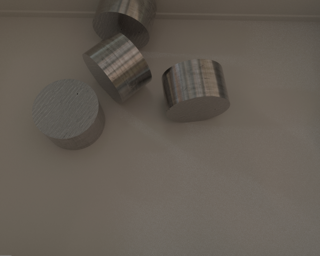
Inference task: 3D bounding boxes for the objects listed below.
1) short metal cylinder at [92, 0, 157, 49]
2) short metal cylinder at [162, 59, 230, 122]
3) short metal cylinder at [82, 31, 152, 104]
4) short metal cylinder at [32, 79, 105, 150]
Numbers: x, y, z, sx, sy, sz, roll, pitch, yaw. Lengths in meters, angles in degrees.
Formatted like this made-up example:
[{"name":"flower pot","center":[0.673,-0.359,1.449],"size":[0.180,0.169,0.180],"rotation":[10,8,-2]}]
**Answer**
[{"name":"short metal cylinder","center":[-0.049,-0.155,0.437],"size":[0.080,0.080,0.050],"rotation":[11,71,3]},{"name":"short metal cylinder","center":[0.045,-0.045,0.398],"size":[0.081,0.080,0.050],"rotation":[-6,70,-3]},{"name":"short metal cylinder","center":[-0.056,-0.079,0.409],"size":[0.050,0.080,0.080],"rotation":[-40,75,-13]},{"name":"short metal cylinder","center":[-0.115,-0.016,0.401],"size":[0.081,0.050,0.080],"rotation":[0,70,0]}]
